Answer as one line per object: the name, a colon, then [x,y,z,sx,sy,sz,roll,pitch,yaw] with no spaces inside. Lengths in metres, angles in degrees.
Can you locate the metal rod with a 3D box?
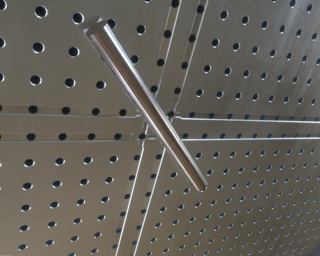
metal rod: [0.001,-0.005,0.408,0.025,0.025,0.300,-37,129,-4]
